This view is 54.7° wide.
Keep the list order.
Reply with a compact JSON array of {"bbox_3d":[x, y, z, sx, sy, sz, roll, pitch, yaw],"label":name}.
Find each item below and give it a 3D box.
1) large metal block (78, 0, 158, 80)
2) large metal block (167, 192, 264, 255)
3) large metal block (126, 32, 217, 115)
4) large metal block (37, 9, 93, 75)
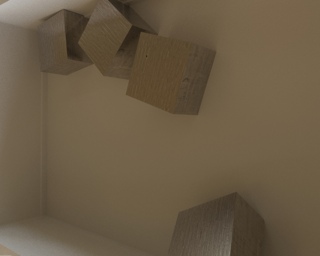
[{"bbox_3d":[-0.062,-0.127,0.442,0.080,0.050,0.080,51,120,28],"label":"large metal block"},{"bbox_3d":[0.056,0.122,0.316,0.080,0.080,0.050,-31,112,35],"label":"large metal block"},{"bbox_3d":[0.012,-0.067,0.381,0.080,0.050,0.079,25,106,37],"label":"large metal block"},{"bbox_3d":[-0.161,-0.140,0.523,0.080,0.050,0.080,-10,84,39],"label":"large metal block"}]
